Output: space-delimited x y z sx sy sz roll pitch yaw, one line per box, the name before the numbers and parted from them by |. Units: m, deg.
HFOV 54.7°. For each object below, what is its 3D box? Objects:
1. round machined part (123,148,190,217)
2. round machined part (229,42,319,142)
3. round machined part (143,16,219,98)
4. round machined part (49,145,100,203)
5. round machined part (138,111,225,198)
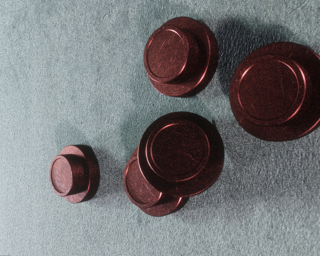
round machined part | -0.010 0.067 0.402 0.098 0.042 0.097 0 90 40
round machined part | 0.112 -0.035 0.302 0.098 0.042 0.097 0 90 40
round machined part | 0.018 -0.087 0.379 0.098 0.042 0.097 0 90 40
round machined part | -0.148 0.077 0.516 0.098 0.042 0.097 0 90 40
round machined part | 0.022 0.028 0.347 0.098 0.042 0.098 -3 75 11
